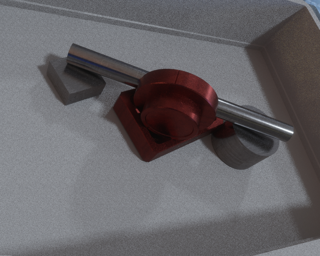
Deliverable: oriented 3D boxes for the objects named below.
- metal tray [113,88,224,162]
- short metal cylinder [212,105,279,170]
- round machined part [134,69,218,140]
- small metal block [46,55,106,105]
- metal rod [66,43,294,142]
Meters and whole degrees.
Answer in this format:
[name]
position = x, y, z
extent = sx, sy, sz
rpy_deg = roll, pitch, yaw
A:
[metal tray]
position = 0.014, -0.019, 0.420
extent = 0.131, 0.030, 0.090
rpy_deg = -21, 73, -36
[short metal cylinder]
position = 0.123, 0.014, 0.448
extent = 0.081, 0.050, 0.080
rpy_deg = 14, 56, -21
[round machined part]
position = 0.016, -0.021, 0.363
extent = 0.099, 0.098, 0.042
rpy_deg = 25, 61, -14
[small metal block]
position = -0.104, -0.062, 0.386
extent = 0.050, 0.025, 0.050
rpy_deg = -25, 75, -37
[metal rod]
position = 0.033, -0.041, 0.396
extent = 0.302, 0.025, 0.025
rpy_deg = 19, 54, -10
